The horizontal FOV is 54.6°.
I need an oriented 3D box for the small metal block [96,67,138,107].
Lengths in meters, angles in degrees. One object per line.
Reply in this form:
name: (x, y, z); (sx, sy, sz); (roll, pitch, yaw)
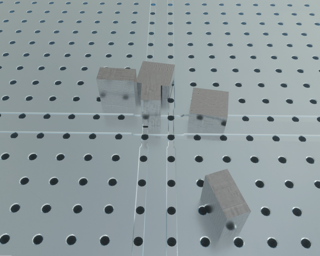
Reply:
small metal block: (-0.059, -0.057, 0.440); (0.050, 0.050, 0.025); (3, 50, 3)

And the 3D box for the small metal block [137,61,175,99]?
small metal block: (-0.006, -0.073, 0.470); (0.050, 0.025, 0.050); (8, 50, 7)

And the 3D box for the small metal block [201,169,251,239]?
small metal block: (0.066, 0.080, 0.325); (0.025, 0.050, 0.050); (-15, 52, -12)

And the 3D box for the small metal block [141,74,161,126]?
small metal block: (-0.011, -0.038, 0.424); (0.025, 0.050, 0.050); (0, 50, 0)

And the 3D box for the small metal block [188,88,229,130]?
small metal block: (0.068, -0.027, 0.431); (0.050, 0.025, 0.050); (8, 50, 6)
